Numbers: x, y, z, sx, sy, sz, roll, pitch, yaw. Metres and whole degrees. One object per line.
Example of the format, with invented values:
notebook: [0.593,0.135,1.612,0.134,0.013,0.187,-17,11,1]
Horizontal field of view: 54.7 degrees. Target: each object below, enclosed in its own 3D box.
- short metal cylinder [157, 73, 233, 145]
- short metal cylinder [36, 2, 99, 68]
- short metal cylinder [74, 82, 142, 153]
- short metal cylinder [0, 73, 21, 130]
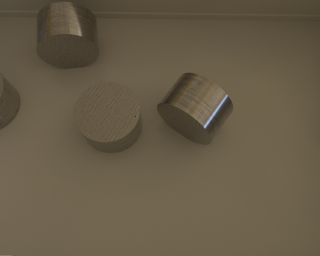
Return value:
short metal cylinder: [0.044,-0.023,0.389,0.080,0.080,0.050,34,74,11]
short metal cylinder: [-0.126,-0.125,0.425,0.081,0.080,0.050,-7,70,-3]
short metal cylinder: [-0.064,-0.012,0.400,0.081,0.050,0.080,0,70,0]
short metal cylinder: [-0.236,-0.039,0.409,0.081,0.050,0.080,0,70,0]
